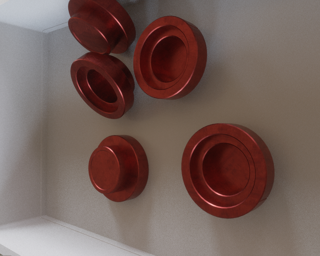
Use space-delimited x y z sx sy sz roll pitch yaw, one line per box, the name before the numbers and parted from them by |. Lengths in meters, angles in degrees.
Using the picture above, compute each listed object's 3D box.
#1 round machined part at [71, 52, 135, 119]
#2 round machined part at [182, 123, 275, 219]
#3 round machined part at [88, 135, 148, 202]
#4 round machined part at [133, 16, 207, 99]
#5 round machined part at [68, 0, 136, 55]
round machined part | -0.075 -0.064 0.437 0.098 0.042 0.097 27 143 23
round machined part | 0.075 0.044 0.334 0.098 0.042 0.097 0 90 40
round machined part | -0.067 0.059 0.451 0.098 0.042 0.097 0 90 40
round machined part | 0.017 -0.083 0.382 0.098 0.042 0.097 0 90 40
round machined part | -0.086 -0.138 0.428 0.098 0.098 0.042 14 63 39
